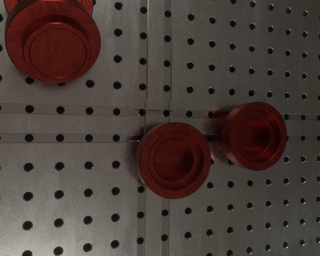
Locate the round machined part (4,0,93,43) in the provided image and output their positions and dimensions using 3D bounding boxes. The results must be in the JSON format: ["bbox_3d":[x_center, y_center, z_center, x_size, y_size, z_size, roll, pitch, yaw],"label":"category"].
[{"bbox_3d":[-0.127,-0.149,0.357,0.099,0.042,0.097,0,90,-21],"label":"round machined part"}]

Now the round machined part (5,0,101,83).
[{"bbox_3d":[-0.112,-0.089,0.335,0.099,0.042,0.097,-15,135,-15],"label":"round machined part"}]

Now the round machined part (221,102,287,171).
[{"bbox_3d":[0.132,0.011,0.454,0.099,0.042,0.097,0,91,-20],"label":"round machined part"}]

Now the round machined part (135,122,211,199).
[{"bbox_3d":[0.014,0.041,0.410,0.099,0.042,0.097,0,90,-21],"label":"round machined part"}]
